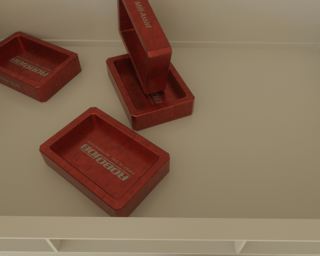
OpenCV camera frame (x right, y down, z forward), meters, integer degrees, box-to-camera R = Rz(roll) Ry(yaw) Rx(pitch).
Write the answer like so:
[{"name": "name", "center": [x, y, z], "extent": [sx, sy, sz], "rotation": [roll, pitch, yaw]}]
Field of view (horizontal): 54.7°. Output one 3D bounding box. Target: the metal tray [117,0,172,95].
[{"name": "metal tray", "center": [-0.025, -0.123, 0.431], "extent": [0.030, 0.090, 0.130], "rotation": [-17, 65, -14]}]

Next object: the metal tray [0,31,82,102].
[{"name": "metal tray", "center": [-0.202, -0.099, 0.482], "extent": [0.130, 0.030, 0.090], "rotation": [24, 54, 18]}]

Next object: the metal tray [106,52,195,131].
[{"name": "metal tray", "center": [-0.017, -0.063, 0.453], "extent": [0.091, 0.030, 0.130], "rotation": [-17, 52, -14]}]

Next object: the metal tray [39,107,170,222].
[{"name": "metal tray", "center": [-0.065, 0.037, 0.369], "extent": [0.130, 0.030, 0.090], "rotation": [31, 56, 23]}]
